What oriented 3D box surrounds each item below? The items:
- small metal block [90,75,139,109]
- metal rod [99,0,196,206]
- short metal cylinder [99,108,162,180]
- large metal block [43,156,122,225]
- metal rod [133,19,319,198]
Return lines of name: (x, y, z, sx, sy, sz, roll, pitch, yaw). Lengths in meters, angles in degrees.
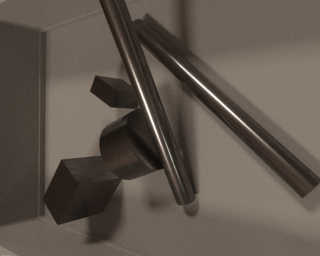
small metal block: (-0.061, -0.050, 0.439, 0.050, 0.050, 0.025, 36, 112, 34)
metal rod: (-0.018, -0.047, 0.343, 0.025, 0.025, 0.298, -8, 109, 39)
short metal cylinder: (-0.029, 0.021, 0.393, 0.050, 0.081, 0.080, -26, 74, 37)
large metal block: (-0.115, 0.090, 0.463, 0.050, 0.081, 0.080, 45, 117, 30)
metal rod: (0.055, -0.042, 0.360, 0.300, 0.025, 0.025, 49, 119, 28)
